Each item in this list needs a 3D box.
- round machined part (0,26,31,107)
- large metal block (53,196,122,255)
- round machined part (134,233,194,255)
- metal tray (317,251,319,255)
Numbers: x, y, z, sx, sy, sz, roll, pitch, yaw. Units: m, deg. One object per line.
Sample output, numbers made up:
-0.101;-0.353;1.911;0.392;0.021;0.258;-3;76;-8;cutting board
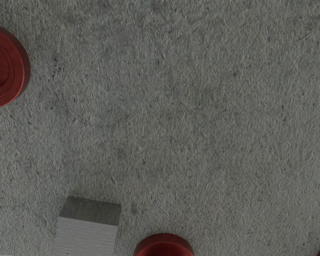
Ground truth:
-0.204;-0.076;0.370;0.099;0.042;0.097;0;110;-1;round machined part
-0.104;0.153;0.451;0.081;0.050;0.079;11;110;-5;large metal block
0.006;0.217;0.481;0.099;0.042;0.097;0;110;-1;round machined part
0.290;0.251;0.503;0.091;0.030;0.129;15;109;-6;metal tray
